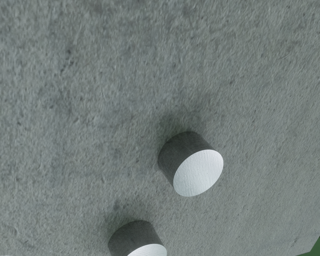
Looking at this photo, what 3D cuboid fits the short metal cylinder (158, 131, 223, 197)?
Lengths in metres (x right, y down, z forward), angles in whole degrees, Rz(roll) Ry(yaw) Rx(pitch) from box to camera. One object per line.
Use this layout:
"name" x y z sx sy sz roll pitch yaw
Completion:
"short metal cylinder" 0.044 0.052 0.449 0.081 0.050 0.079 -14 125 -21

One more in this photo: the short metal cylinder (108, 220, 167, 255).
"short metal cylinder" -0.036 0.195 0.494 0.081 0.050 0.079 -14 125 -21
